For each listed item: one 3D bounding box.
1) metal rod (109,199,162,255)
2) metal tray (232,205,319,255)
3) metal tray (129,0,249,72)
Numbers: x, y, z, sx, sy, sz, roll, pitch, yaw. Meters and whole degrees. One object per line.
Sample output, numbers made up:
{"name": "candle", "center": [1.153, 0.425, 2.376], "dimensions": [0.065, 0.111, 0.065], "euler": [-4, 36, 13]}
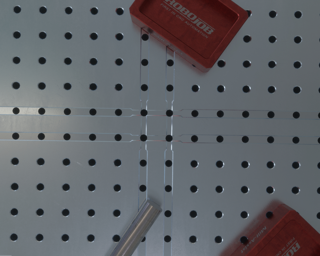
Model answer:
{"name": "metal rod", "center": [-0.092, 0.226, 0.412], "dimensions": [0.025, 0.025, 0.299], "euler": [34, 90, 0]}
{"name": "metal tray", "center": [0.157, 0.180, 0.412], "dimensions": [0.090, 0.030, 0.130], "euler": [44, 90, 0]}
{"name": "metal tray", "center": [0.037, -0.148, 0.411], "dimensions": [0.130, 0.030, 0.090], "euler": [36, 90, 0]}
